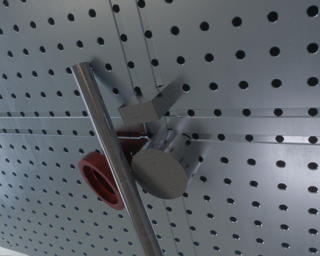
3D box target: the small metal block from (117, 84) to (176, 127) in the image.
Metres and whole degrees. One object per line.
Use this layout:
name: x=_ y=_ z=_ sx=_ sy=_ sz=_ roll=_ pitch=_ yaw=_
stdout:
small metal block: x=-0.016 y=-0.028 z=0.386 sx=0.050 sy=0.050 sz=0.025 roll=-10 pitch=113 yaw=32

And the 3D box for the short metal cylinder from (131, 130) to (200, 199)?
short metal cylinder: x=0.008 y=0.049 z=0.421 sx=0.080 sy=0.050 sz=0.079 roll=13 pitch=123 yaw=21

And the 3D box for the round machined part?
round machined part: x=-0.076 y=0.074 z=0.473 sx=0.098 sy=0.042 sz=0.097 roll=31 pitch=144 yaw=27

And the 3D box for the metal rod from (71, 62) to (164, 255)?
metal rod: x=-0.054 y=0.055 z=0.418 sx=0.025 sy=0.025 sz=0.299 roll=-21 pitch=90 yaw=36
